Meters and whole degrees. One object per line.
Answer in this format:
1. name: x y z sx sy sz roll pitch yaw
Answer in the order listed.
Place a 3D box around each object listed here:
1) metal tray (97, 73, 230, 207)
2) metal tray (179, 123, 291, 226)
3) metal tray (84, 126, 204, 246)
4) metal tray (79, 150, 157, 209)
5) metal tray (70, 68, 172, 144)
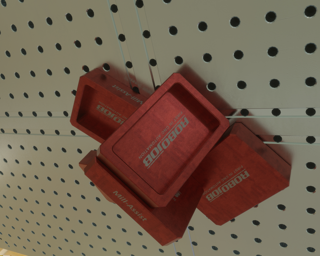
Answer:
1. metal tray: 0.007 0.011 0.346 0.090 0.130 0.030 44 157 -2
2. metal tray: 0.087 0.064 0.399 0.090 0.030 0.129 41 129 -1
3. metal tray: -0.014 0.064 0.375 0.130 0.090 0.030 44 129 -3
4. metal tray: -0.051 0.078 0.450 0.130 0.030 0.090 1 131 44
5. metal tray: -0.056 -0.012 0.429 0.130 0.030 0.089 31 128 7
